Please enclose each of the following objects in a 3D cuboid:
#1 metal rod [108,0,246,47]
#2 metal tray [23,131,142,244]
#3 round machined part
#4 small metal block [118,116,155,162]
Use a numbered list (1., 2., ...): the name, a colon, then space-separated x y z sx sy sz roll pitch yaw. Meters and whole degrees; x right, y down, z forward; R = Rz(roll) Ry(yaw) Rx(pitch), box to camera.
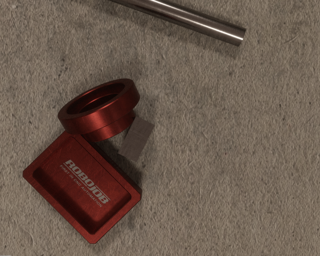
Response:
1. metal rod: -0.033 -0.170 0.409 0.302 0.025 0.025 19 90 -1
2. metal tray: -0.099 0.073 0.406 0.090 0.030 0.130 -45 91 0
3. round machined part: -0.069 -0.019 0.378 0.098 0.098 0.042 -24 115 -1
4. small metal block: -0.029 0.013 0.397 0.025 0.050 0.050 26 90 -1
